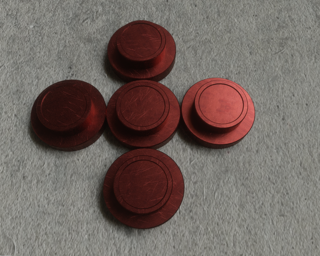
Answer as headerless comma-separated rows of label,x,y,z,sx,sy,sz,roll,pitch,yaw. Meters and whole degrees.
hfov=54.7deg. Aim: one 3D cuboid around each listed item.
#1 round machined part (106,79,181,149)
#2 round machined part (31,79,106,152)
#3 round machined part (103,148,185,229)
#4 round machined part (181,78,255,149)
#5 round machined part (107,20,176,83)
round machined part,-0.022,-0.021,0.408,0.099,0.042,0.098,0,70,-1
round machined part,-0.120,-0.021,0.407,0.099,0.042,0.098,0,70,-1
round machined part,-0.019,0.071,0.374,0.099,0.042,0.098,0,70,-1
round machined part,0.077,-0.024,0.410,0.099,0.042,0.098,0,70,-1
round machined part,-0.026,-0.113,0.442,0.099,0.042,0.098,0,70,-1
